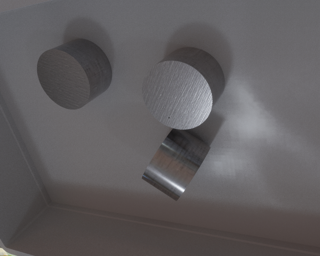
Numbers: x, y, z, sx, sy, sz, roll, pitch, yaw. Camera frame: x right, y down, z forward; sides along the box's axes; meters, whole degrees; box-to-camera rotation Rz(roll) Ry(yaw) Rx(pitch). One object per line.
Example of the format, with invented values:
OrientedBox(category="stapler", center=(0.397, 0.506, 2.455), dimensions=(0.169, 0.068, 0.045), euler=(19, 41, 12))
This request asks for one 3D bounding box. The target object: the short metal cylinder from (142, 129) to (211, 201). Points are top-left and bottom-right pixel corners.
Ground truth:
OrientedBox(category="short metal cylinder", center=(0.021, 0.044, 0.388), dimensions=(0.050, 0.080, 0.079), euler=(32, 128, 7))

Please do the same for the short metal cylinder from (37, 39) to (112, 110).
OrientedBox(category="short metal cylinder", center=(-0.111, -0.071, 0.405), dimensions=(0.080, 0.050, 0.079), euler=(13, 124, 20))

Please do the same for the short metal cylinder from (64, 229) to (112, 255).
OrientedBox(category="short metal cylinder", center=(-0.145, 0.252, 0.624), dimensions=(0.080, 0.050, 0.079), euler=(13, 124, 20))

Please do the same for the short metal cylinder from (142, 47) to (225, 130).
OrientedBox(category="short metal cylinder", center=(0.027, -0.045, 0.349), dimensions=(0.080, 0.050, 0.079), euler=(13, 124, 20))
